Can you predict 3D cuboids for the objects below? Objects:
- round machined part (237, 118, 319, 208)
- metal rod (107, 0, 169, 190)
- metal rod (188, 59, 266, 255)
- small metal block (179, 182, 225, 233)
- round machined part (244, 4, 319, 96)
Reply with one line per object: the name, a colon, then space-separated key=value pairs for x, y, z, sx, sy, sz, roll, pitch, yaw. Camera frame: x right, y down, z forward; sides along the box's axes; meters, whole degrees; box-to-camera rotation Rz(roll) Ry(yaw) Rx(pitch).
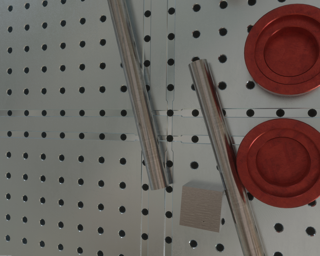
round machined part: x=0.140 y=0.038 z=0.354 sx=0.098 sy=0.042 sz=0.097 roll=0 pitch=90 yaw=20
metal rod: x=-0.034 y=-0.065 z=0.424 sx=0.025 sy=0.025 sz=0.298 roll=-15 pitch=85 yaw=19
metal rod: x=0.088 y=0.060 z=0.381 sx=0.025 sy=0.025 sz=0.299 roll=-17 pitch=84 yaw=19
small metal block: x=0.054 y=0.100 z=0.393 sx=0.050 sy=0.025 sz=0.050 roll=5 pitch=92 yaw=20
round machined part: x=0.148 y=-0.084 z=0.351 sx=0.098 sy=0.042 sz=0.097 roll=0 pitch=90 yaw=20
